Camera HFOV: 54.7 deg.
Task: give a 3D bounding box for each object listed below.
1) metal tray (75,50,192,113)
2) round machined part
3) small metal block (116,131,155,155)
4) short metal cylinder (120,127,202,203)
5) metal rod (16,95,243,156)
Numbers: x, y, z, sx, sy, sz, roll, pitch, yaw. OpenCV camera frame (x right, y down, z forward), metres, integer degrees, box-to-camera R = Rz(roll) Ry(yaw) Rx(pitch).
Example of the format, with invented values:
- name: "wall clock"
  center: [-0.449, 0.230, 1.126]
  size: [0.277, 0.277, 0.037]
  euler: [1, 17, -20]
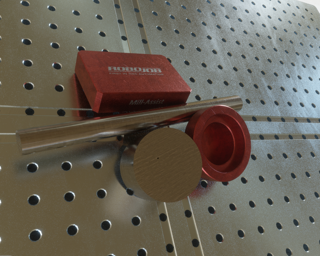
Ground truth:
- name: "metal tray"
  center: [-0.035, -0.063, 0.408]
  size: [0.131, 0.030, 0.090]
  euler: [-5, 46, -31]
- name: "round machined part"
  center: [0.070, 0.021, 0.409]
  size: [0.099, 0.042, 0.097]
  euler: [5, 81, -32]
- name: "small metal block"
  center: [-0.025, 0.012, 0.399]
  size: [0.050, 0.025, 0.050]
  euler: [17, 55, -19]
- name: "short metal cylinder"
  center: [0.000, 0.043, 0.352]
  size: [0.081, 0.050, 0.080]
  euler: [4, 79, -22]
- name: "metal rod"
  center: [-0.010, -0.011, 0.378]
  size: [0.303, 0.025, 0.025]
  euler: [-12, 68, -33]
